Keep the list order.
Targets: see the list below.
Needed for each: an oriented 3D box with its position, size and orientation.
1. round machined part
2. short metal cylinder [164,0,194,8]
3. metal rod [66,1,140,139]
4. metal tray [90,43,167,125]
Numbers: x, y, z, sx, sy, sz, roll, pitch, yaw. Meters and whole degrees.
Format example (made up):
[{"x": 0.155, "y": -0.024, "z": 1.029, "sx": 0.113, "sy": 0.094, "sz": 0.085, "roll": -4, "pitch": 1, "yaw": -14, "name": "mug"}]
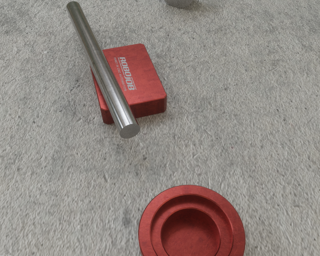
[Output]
[{"x": 0.029, "y": 0.109, "z": 0.301, "sx": 0.099, "sy": 0.042, "sz": 0.098, "roll": 0, "pitch": 50, "yaw": 0, "name": "round machined part"}, {"x": 0.043, "y": -0.285, "z": 0.608, "sx": 0.080, "sy": 0.080, "sz": 0.050, "roll": 23, "pitch": 54, "yaw": 18, "name": "short metal cylinder"}, {"x": -0.092, "y": -0.102, "z": 0.448, "sx": 0.025, "sy": 0.025, "sz": 0.300, "roll": -18, "pitch": 52, "yaw": -14, "name": "metal rod"}, {"x": -0.051, "y": -0.070, "z": 0.459, "sx": 0.091, "sy": 0.030, "sz": 0.130, "roll": -13, "pitch": 51, "yaw": -11, "name": "metal tray"}]
